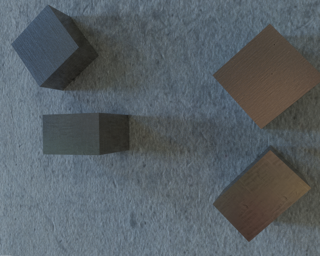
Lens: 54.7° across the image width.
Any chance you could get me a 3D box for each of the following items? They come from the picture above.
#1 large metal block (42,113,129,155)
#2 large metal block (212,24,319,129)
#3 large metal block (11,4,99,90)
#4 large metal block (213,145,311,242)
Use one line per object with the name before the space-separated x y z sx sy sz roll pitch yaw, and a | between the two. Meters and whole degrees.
large metal block | -0.095 0.007 0.412 0.080 0.080 0.050 -1 90 19
large metal block | 0.121 -0.055 0.353 0.080 0.050 0.080 -42 77 15
large metal block | -0.151 -0.113 0.447 0.080 0.050 0.080 -40 78 15
large metal block | 0.111 0.067 0.341 0.050 0.080 0.080 46 104 14
